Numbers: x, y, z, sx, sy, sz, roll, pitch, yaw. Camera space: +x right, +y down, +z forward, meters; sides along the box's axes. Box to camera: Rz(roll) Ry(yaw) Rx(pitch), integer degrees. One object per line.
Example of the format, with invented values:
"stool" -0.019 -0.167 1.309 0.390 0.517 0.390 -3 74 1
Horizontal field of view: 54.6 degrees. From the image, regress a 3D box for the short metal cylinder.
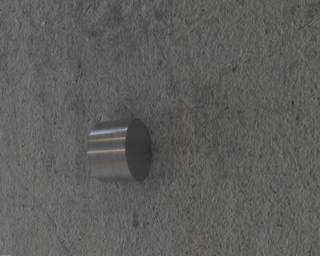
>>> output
"short metal cylinder" -0.049 0.029 0.398 0.050 0.080 0.080 -5 88 20
